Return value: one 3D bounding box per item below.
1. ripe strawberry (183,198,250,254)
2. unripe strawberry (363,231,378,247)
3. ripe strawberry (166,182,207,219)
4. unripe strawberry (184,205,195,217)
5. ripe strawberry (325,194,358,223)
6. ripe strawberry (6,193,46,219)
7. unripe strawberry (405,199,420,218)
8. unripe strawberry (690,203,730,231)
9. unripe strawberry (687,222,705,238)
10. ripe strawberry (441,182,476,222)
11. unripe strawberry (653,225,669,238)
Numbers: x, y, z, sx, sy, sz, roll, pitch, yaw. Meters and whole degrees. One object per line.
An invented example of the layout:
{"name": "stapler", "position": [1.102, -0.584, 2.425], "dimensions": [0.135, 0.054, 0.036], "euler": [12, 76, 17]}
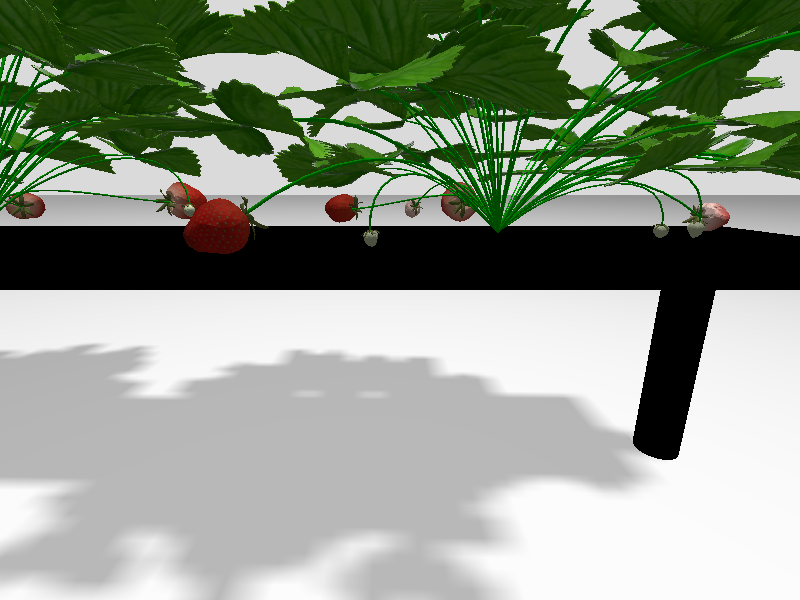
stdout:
{"name": "ripe strawberry", "position": [-0.104, -0.040, 0.226], "dimensions": [0.035, 0.030, 0.035], "euler": [-31, 28, -23]}
{"name": "unripe strawberry", "position": [-0.019, -0.040, 0.259], "dimensions": [0.010, 0.010, 0.011], "euler": [-14, 21, -39]}
{"name": "ripe strawberry", "position": [-0.260, -0.122, 0.493], "dimensions": [0.042, 0.044, 0.046], "euler": [10, 18, 32]}
{"name": "unripe strawberry", "position": [-0.208, -0.088, 0.396], "dimensions": [0.010, 0.011, 0.011], "euler": [-6, 17, -19]}
{"name": "ripe strawberry", "position": [-0.063, -0.097, 0.422], "dimensions": [0.034, 0.029, 0.034], "euler": [8, 18, 28]}
{"name": "ripe strawberry", "position": [-0.437, -0.111, 0.469], "dimensions": [0.035, 0.030, 0.035], "euler": [-9, 18, -27]}
{"name": "unripe strawberry", "position": [0.015, -0.112, 0.492], "dimensions": [0.020, 0.022, 0.021], "euler": [-7, 0, -23]}
{"name": "unripe strawberry", "position": [0.265, -0.070, 0.341], "dimensions": [0.025, 0.024, 0.027], "euler": [6, 16, -1]}
{"name": "unripe strawberry", "position": [0.219, -0.052, 0.296], "dimensions": [0.011, 0.012, 0.011], "euler": [6, 17, 20]}
{"name": "ripe strawberry", "position": [0.068, -0.115, 0.471], "dimensions": [0.042, 0.045, 0.045], "euler": [-2, 16, -7]}
{"name": "unripe strawberry", "position": [0.196, -0.051, 0.300], "dimensions": [0.010, 0.010, 0.009], "euler": [7, 17, 22]}
